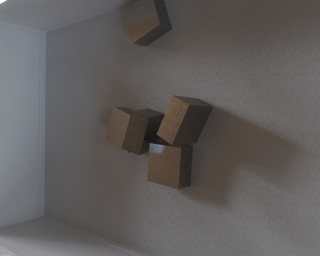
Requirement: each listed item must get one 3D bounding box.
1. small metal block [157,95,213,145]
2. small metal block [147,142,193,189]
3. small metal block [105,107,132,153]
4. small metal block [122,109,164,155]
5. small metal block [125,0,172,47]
[{"bbox_3d":[0.030,-0.009,0.364,0.025,0.050,0.050,34,111,34],"label":"small metal block"},{"bbox_3d":[0.012,0.046,0.395,0.050,0.025,0.050,7,94,39],"label":"small metal block"},{"bbox_3d":[-0.047,0.002,0.444,0.050,0.025,0.050,27,107,36],"label":"small metal block"},{"bbox_3d":[-0.021,0.004,0.402,0.025,0.050,0.050,21,104,19],"label":"small metal block"},{"bbox_3d":[-0.016,-0.146,0.418,0.050,0.025,0.050,-23,75,37],"label":"small metal block"}]
